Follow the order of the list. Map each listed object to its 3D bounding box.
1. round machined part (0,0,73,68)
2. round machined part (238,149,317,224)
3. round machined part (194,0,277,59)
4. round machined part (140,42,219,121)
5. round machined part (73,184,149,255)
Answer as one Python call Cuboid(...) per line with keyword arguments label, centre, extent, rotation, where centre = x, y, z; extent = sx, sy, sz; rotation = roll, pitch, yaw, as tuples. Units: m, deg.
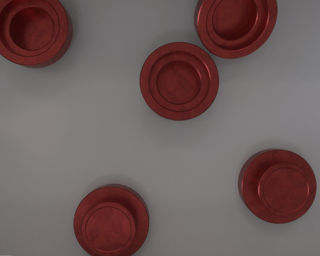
Cuboid(label="round machined part", centre=(-0.162, -0.126, 0.401), extent=(0.099, 0.042, 0.097), rotation=(0, 90, 0))
Cuboid(label="round machined part", centre=(0.156, 0.077, 0.404), extent=(0.099, 0.042, 0.097), rotation=(0, 90, 0))
Cuboid(label="round machined part", centre=(0.091, -0.141, 0.388), extent=(0.099, 0.042, 0.097), rotation=(-4, 124, -6))
Cuboid(label="round machined part", centre=(0.024, -0.058, 0.403), extent=(0.099, 0.042, 0.097), rotation=(0, 90, 0))
Cuboid(label="round machined part", centre=(-0.064, 0.125, 0.402), extent=(0.099, 0.042, 0.097), rotation=(0, 90, 0))
